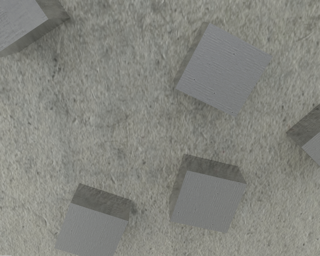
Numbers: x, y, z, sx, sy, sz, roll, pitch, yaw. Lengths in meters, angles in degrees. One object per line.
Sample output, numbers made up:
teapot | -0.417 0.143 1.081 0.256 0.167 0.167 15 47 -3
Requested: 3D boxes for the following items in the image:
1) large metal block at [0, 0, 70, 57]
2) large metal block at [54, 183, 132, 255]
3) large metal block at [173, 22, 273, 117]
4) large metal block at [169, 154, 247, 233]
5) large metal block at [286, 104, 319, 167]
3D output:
large metal block | -0.155 -0.119 0.334 0.080 0.080 0.050 -29 108 10
large metal block | -0.095 0.137 0.446 0.080 0.050 0.079 20 109 -8
large metal block | 0.071 -0.071 0.371 0.080 0.050 0.080 25 108 -9
large metal block | 0.063 0.090 0.431 0.081 0.050 0.079 14 109 -6
large metal block | 0.231 0.014 0.405 0.080 0.050 0.080 42 105 -14
